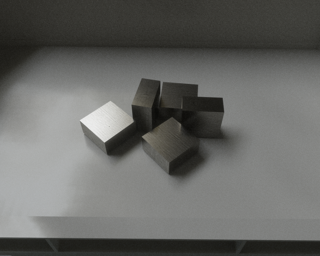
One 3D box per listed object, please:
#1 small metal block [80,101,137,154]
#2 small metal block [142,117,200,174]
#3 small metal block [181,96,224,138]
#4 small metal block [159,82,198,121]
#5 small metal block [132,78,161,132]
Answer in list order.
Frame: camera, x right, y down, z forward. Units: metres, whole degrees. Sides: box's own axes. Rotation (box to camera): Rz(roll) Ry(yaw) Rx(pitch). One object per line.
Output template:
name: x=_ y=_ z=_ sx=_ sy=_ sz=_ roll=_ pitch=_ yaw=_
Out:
small metal block: x=-0.067 y=-0.002 z=0.403 sx=0.050 sy=0.025 sz=0.050 roll=38 pitch=59 yaw=27
small metal block: x=0.013 y=0.021 z=0.385 sx=0.050 sy=0.025 sz=0.050 roll=-33 pitch=58 yaw=-25
small metal block: x=0.052 y=-0.013 z=0.398 sx=0.050 sy=0.050 sz=0.025 roll=2 pitch=50 yaw=1
small metal block: x=0.026 y=-0.037 z=0.434 sx=0.050 sy=0.025 sz=0.050 roll=5 pitch=50 yaw=4
small metal block: x=-0.017 y=-0.029 z=0.410 sx=0.025 sy=0.050 sz=0.050 roll=10 pitch=51 yaw=8
